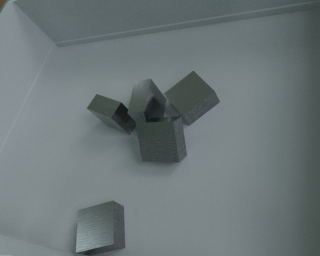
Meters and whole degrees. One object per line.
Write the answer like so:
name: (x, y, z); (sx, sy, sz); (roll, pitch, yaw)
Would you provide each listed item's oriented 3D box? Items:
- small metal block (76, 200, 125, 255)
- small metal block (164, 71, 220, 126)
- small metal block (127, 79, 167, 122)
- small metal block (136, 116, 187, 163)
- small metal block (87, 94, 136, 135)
small metal block: (-0.070, 0.120, 0.369); (0.050, 0.025, 0.050); (-19, 54, 17)
small metal block: (0.042, -0.040, 0.408); (0.050, 0.025, 0.050); (-38, 51, 2)
small metal block: (-0.016, -0.030, 0.416); (0.025, 0.050, 0.050); (-5, 59, 26)
small metal block: (0.002, 0.014, 0.379); (0.050, 0.025, 0.050); (-2, 105, 27)
small metal block: (-0.065, -0.019, 0.436); (0.050, 0.050, 0.025); (20, 73, 35)
